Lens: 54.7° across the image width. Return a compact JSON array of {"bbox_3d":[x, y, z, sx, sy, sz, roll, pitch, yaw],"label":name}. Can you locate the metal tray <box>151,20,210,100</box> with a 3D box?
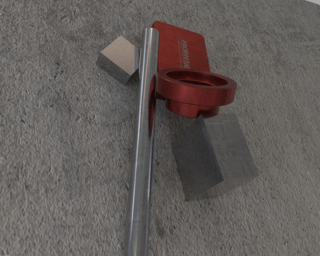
[{"bbox_3d":[0.030,-0.099,0.477,0.091,0.030,0.130,10,57,-23],"label":"metal tray"}]

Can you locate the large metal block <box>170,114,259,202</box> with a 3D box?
[{"bbox_3d":[0.062,0.037,0.379,0.050,0.080,0.080,-1,62,-29],"label":"large metal block"}]

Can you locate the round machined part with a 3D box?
[{"bbox_3d":[0.043,-0.043,0.388,0.099,0.042,0.098,6,22,-2],"label":"round machined part"}]

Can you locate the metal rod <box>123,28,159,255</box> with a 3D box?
[{"bbox_3d":[-0.019,0.000,0.375,0.025,0.025,0.299,13,62,-21],"label":"metal rod"}]

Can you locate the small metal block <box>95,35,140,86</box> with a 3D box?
[{"bbox_3d":[-0.052,-0.094,0.433,0.050,0.025,0.050,38,51,-3],"label":"small metal block"}]
